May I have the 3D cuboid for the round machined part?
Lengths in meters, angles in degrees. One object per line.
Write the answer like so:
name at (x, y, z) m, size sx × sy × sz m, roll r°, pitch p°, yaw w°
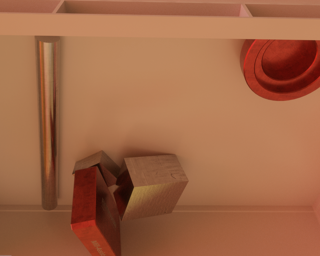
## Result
round machined part at (0.135, -0.080, 0.332) m, size 0.099 × 0.042 × 0.097 m, roll -1°, pitch 130°, yaw 0°

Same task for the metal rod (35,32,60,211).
metal rod at (-0.151, 0.015, 0.419) m, size 0.025 × 0.025 × 0.298 m, roll 9°, pitch 130°, yaw -8°

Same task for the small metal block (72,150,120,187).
small metal block at (-0.093, 0.066, 0.464) m, size 0.050 × 0.025 × 0.050 m, roll -24°, pitch 126°, yaw 19°

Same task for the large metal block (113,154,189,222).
large metal block at (-0.016, 0.086, 0.450) m, size 0.081 × 0.050 × 0.079 m, roll -2°, pitch 133°, yaw -26°

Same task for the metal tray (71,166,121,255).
metal tray at (-0.087, 0.128, 0.440) m, size 0.030 × 0.090 × 0.129 m, roll -12°, pitch 135°, yaw 1°
